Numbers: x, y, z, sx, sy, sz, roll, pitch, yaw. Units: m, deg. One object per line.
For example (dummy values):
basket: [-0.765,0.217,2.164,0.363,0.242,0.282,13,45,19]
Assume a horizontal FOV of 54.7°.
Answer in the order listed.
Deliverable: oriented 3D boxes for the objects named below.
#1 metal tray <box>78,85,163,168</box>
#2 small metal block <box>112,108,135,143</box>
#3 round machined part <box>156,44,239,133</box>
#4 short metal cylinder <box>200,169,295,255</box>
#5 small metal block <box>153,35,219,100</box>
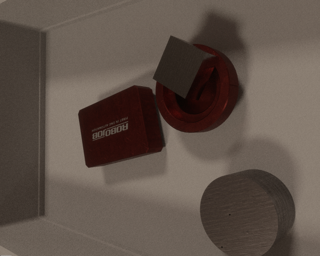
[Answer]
metal tray: [-0.061,0.002,0.442,0.130,0.030,0.090,-17,79,38]
small metal block: [-0.047,-0.002,0.444,0.050,0.025,0.050,-18,79,38]
round machined part: [0.046,-0.043,0.357,0.098,0.042,0.097,0,90,39]
short metal cylinder: [0.089,0.085,0.316,0.080,0.050,0.079,0,90,39]
small metal block: [0.026,-0.064,0.329,0.050,0.025,0.050,37,112,33]
